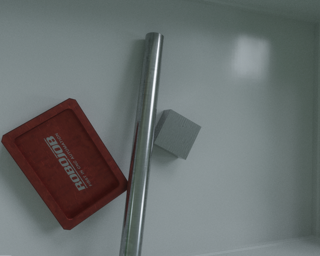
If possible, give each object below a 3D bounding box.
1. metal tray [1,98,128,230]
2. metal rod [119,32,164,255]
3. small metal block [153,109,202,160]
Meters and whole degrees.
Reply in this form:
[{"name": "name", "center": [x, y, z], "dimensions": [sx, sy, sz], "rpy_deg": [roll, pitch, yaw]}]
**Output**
[{"name": "metal tray", "center": [-0.108, 0.041, 0.368], "dimensions": [0.090, 0.030, 0.130], "rpy_deg": [-34, 101, -17]}, {"name": "metal rod", "center": [-0.022, 0.025, 0.379], "dimensions": [0.025, 0.025, 0.299], "rpy_deg": [10, 77, -20]}, {"name": "small metal block", "center": [0.020, 0.009, 0.419], "dimensions": [0.050, 0.025, 0.050], "rpy_deg": [29, 80, -18]}]
